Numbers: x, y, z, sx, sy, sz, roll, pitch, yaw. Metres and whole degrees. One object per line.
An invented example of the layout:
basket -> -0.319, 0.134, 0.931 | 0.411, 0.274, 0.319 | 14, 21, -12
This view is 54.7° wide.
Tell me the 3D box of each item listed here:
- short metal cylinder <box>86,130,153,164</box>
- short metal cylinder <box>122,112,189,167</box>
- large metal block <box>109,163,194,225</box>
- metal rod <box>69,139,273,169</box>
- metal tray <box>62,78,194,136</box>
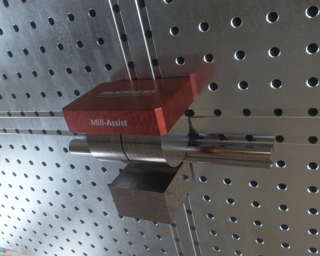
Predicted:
short metal cylinder -> -0.049, 0.005, 0.401 | 0.050, 0.080, 0.080 | 1, 119, 28
short metal cylinder -> -0.003, 0.006, 0.377 | 0.050, 0.080, 0.079 | 2, 119, 27
large metal block -> -0.009, 0.079, 0.423 | 0.080, 0.080, 0.050 | 1, 119, 28
metal rod -> -0.004, 0.033, 0.428 | 0.300, 0.025, 0.025 | 1, 119, 27
metal tray -> -0.037, -0.027, 0.367 | 0.130, 0.090, 0.030 | 1, 119, 27
